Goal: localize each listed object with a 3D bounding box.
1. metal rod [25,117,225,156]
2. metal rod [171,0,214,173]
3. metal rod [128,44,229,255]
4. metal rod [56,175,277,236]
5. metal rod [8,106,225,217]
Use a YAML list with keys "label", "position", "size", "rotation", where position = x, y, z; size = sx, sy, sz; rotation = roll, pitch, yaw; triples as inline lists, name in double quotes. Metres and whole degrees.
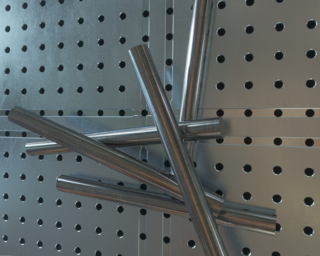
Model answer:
- label: "metal rod"
  position: [-0.064, 0.015, 0.417]
  size: [0.300, 0.025, 0.025]
  rotation: [-7, 88, 25]
- label: "metal rod"
  position: [0.043, -0.070, 0.396]
  size: [0.025, 0.025, 0.298]
  rotation: [8, 93, 19]
- label: "metal rod"
  position: [0.027, 0.047, 0.349]
  size: [0.025, 0.025, 0.299]
  rotation: [-22, 85, 18]
- label: "metal rod"
  position: [-0.005, 0.098, 0.413]
  size: [0.301, 0.025, 0.025]
  rotation: [7, 92, 19]
- label: "metal rod"
  position: [-0.064, 0.037, 0.396]
  size: [0.301, 0.025, 0.025]
  rotation: [23, 98, 12]
